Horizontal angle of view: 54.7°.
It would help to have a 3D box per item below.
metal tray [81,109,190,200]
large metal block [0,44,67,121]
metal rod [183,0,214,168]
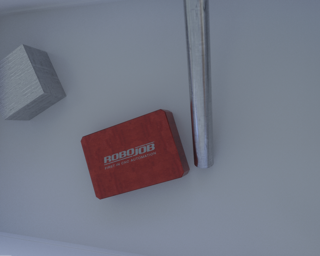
[{"bbox_3d":[-0.036,0.037,0.419,0.130,0.030,0.090,-19,84,18],"label":"metal tray"},{"bbox_3d":[-0.202,-0.065,0.467,0.080,0.050,0.080,-29,81,17],"label":"large metal block"},{"bbox_3d":[0.040,-0.087,0.323,0.025,0.025,0.298,4,120,19],"label":"metal rod"}]
